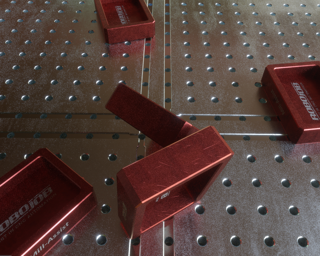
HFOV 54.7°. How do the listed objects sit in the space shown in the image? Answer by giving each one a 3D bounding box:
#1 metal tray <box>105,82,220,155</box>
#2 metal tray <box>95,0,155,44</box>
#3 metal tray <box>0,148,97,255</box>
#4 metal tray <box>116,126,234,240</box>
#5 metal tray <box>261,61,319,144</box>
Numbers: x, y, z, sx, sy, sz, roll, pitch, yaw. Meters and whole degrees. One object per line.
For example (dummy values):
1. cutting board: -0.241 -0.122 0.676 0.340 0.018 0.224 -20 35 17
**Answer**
1. metal tray: 0.010 -0.001 0.343 0.090 0.130 0.030 33 94 26
2. metal tray: -0.069 -0.213 0.582 0.091 0.030 0.130 -12 51 -11
3. metal tray: -0.145 0.090 0.326 0.090 0.030 0.131 33 57 24
4. metal tray: 0.007 0.057 0.290 0.091 0.129 0.030 -25 66 -20
5. metal tray: 0.211 -0.041 0.441 0.091 0.030 0.130 -5 50 -5
